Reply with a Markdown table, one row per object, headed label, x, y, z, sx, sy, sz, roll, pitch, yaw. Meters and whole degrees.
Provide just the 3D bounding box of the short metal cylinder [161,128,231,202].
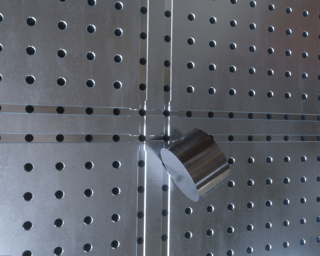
| label | x | y | z | sx | sy | sz | roll | pitch | yaw |
| --- | --- | --- | --- | --- | --- | --- | --- | --- | --- |
| short metal cylinder | 0.044 | 0.047 | 0.401 | 0.050 | 0.080 | 0.080 | -31 | 101 | -18 |
